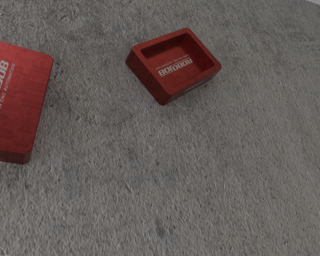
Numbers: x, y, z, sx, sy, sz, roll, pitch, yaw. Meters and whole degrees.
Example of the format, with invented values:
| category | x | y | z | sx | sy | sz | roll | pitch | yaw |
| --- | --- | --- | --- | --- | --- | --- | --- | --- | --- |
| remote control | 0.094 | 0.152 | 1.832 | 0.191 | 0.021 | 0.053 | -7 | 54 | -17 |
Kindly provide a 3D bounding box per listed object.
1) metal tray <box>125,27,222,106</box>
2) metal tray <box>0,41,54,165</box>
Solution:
| category | x | y | z | sx | sy | sz | roll | pitch | yaw |
| --- | --- | --- | --- | --- | --- | --- | --- | --- | --- |
| metal tray | 0.024 | -0.098 | 0.472 | 0.131 | 0.030 | 0.090 | -32 | 80 | -38 |
| metal tray | -0.172 | -0.032 | 0.328 | 0.091 | 0.030 | 0.130 | 13 | 56 | -21 |
